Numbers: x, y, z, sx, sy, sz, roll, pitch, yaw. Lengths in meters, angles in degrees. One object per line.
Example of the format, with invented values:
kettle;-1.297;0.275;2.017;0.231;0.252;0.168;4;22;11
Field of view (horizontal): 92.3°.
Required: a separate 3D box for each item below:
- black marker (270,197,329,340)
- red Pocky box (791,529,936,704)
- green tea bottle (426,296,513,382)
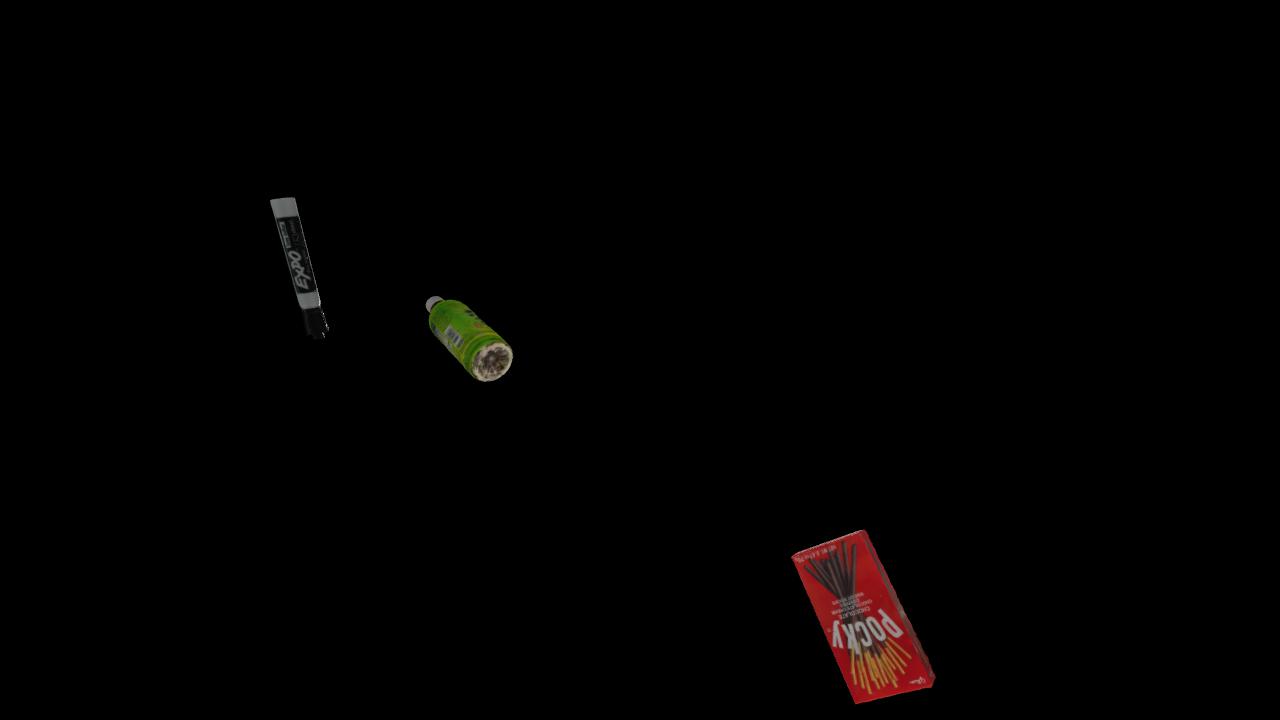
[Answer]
black marker;-0.290;-0.077;0.527;0.020;0.121;0.020;-7;15;2
red Pocky box;0.227;0.263;0.633;0.083;0.155;0.028;-30;-20;24
green tea bottle;-0.276;-0.044;0.949;0.073;0.073;0.212;0;29;-46
